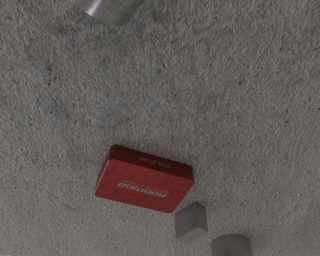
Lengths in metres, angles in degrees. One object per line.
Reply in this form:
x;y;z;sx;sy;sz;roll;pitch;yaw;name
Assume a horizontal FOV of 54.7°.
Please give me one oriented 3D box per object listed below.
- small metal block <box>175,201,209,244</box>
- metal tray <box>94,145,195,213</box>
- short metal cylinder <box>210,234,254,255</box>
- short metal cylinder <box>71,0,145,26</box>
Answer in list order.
0.053;0.162;0.529;0.025;0.050;0.050;35;122;-26;small metal block
-0.025;0.081;0.473;0.131;0.030;0.089;17;128;-15;metal tray
0.142;0.251;0.607;0.081;0.050;0.079;0;130;0;short metal cylinder
-0.045;-0.132;0.258;0.080;0.080;0.050;31;123;-24;short metal cylinder
